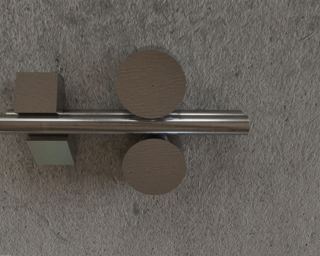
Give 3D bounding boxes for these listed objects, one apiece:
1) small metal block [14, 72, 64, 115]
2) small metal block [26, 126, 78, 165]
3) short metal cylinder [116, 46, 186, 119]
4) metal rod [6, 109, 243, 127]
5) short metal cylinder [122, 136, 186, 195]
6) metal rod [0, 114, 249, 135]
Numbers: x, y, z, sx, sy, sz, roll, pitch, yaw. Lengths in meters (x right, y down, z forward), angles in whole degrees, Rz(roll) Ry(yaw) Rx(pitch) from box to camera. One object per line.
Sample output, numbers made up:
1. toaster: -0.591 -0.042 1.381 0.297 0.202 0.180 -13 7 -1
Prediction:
1. small metal block: -0.149 -0.041 0.384 0.050 0.025 0.050 0 83 0
2. small metal block: -0.140 0.024 0.408 0.050 0.025 0.050 0 137 -1
3. short metal cylinder: -0.010 -0.057 0.376 0.081 0.050 0.079 0 110 0
4. metal rod: -0.045 -0.012 0.406 0.302 0.025 0.025 0 110 -1
5. short metal cylinder: -0.007 0.042 0.413 0.081 0.050 0.079 0 110 0
6. metal rod: -0.044 -0.004 0.383 0.302 0.025 0.025 0 110 0
